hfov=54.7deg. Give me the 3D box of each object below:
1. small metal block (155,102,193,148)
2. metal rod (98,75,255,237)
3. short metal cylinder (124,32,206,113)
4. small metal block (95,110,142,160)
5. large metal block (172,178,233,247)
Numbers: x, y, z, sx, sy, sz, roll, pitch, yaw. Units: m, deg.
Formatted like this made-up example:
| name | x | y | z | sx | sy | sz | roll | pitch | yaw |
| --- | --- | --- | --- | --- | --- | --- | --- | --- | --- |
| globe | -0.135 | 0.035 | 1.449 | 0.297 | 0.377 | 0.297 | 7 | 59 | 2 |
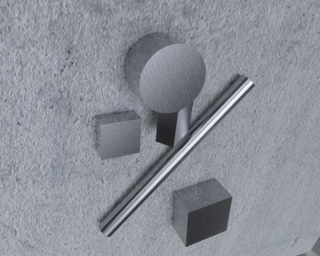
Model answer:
| name | x | y | z | sx | sy | sz | roll | pitch | yaw |
| --- | --- | --- | --- | --- | --- | --- | --- | --- | --- |
| small metal block | 0.019 | -0.011 | 0.396 | 0.050 | 0.025 | 0.050 | -42 | 145 | -53 |
| metal rod | 0.021 | 0.042 | 0.446 | 0.300 | 0.025 | 0.025 | -47 | 130 | 4 |
| short metal cylinder | 0.005 | -0.064 | 0.355 | 0.081 | 0.050 | 0.079 | -14 | 124 | -21 |
| small metal block | -0.052 | 0.008 | 0.385 | 0.050 | 0.025 | 0.050 | -10 | 123 | -24 |
| large metal block | 0.068 | 0.140 | 0.517 | 0.081 | 0.050 | 0.079 | -14 | 124 | -21 |
